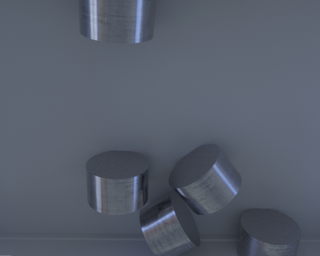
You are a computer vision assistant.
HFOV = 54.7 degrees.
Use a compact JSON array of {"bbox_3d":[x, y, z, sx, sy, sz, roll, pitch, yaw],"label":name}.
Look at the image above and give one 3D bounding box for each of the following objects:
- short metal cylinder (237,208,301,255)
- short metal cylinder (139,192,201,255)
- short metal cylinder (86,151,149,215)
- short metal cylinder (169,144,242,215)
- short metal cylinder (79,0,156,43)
[{"bbox_3d":[0.154,0.159,0.442,0.081,0.080,0.050,1,110,-1],"label":"short metal cylinder"},{"bbox_3d":[0.014,0.137,0.432,0.050,0.080,0.080,-30,108,10],"label":"short metal cylinder"},{"bbox_3d":[-0.055,0.069,0.407,0.081,0.080,0.050,2,110,-1],"label":"short metal cylinder"},{"bbox_3d":[0.058,0.066,0.407,0.080,0.080,0.050,-36,106,12],"label":"short metal cylinder"},{"bbox_3d":[-0.045,-0.126,0.331,0.081,0.080,0.050,5,120,-2],"label":"short metal cylinder"}]
